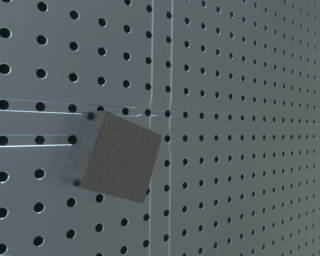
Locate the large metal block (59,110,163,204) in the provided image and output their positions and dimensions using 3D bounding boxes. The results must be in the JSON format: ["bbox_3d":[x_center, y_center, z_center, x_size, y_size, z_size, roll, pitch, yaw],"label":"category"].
[{"bbox_3d":[-0.053,0.033,0.348,0.080,0.050,0.080,25,74,-37],"label":"large metal block"}]
